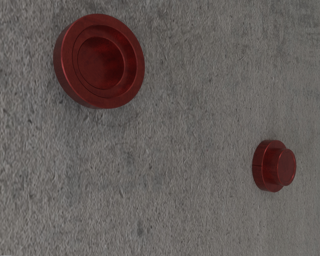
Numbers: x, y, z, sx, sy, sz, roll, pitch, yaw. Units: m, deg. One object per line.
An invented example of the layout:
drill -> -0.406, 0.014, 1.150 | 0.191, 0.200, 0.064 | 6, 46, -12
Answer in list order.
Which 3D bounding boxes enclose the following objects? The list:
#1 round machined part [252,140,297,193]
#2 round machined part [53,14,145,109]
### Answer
round machined part -> 0.217, 0.071, 0.576 | 0.099, 0.042, 0.097 | 0, 90, -40
round machined part -> -0.068, -0.069, 0.336 | 0.099, 0.042, 0.097 | 0, 90, -40
